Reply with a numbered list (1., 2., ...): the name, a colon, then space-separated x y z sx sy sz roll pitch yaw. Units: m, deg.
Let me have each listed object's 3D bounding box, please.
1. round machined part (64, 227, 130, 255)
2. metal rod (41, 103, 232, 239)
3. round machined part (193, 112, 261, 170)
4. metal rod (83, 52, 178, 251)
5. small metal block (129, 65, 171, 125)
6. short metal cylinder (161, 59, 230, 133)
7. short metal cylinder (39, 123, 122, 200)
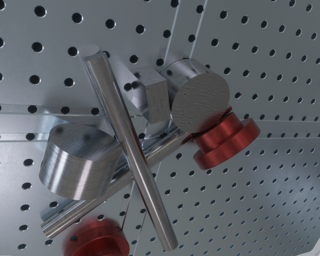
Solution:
1. round machined part: -0.092 0.203 0.475 0.099 0.042 0.097 -14 124 -21
2. metal rod: -0.028 0.051 0.427 0.301 0.025 0.025 -35 129 -5
3. round machined part: 0.086 0.013 0.432 0.098 0.098 0.042 -35 90 -5
4. metal rod: -0.027 0.050 0.397 0.025 0.025 0.298 -25 118 -13
5. small metal block: -0.012 -0.040 0.364 0.025 0.050 0.050 -20 126 -17
6. short metal cylinder: 0.040 -0.041 0.391 0.081 0.050 0.079 -14 125 -20
7. short metal cylinder: -0.089 0.036 0.349 0.081 0.080 0.050 9 114 -32
